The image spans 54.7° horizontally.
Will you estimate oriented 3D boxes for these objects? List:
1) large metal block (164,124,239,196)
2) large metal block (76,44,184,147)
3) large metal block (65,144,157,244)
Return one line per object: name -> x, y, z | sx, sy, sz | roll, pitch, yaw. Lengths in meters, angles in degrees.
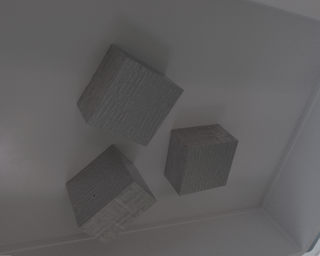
large metal block -> 0.058, 0.044, 0.451 | 0.081, 0.050, 0.079 | -7, 121, -25
large metal block -> -0.034, -0.035, 0.352 | 0.080, 0.050, 0.080 | 24, 105, -37
large metal block -> -0.063, 0.080, 0.388 | 0.080, 0.080, 0.050 | -40, 129, -1
